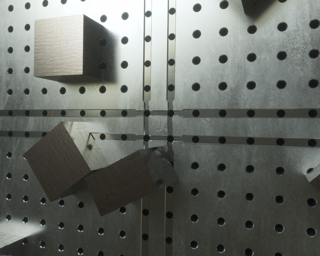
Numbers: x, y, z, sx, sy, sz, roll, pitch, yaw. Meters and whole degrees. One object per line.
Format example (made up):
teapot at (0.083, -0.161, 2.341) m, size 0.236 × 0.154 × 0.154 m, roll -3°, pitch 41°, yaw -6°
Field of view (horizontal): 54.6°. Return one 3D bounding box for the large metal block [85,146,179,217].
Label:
large metal block at (-0.033, 0.065, 0.395) m, size 0.080 × 0.080 × 0.050 m, roll -28°, pitch 81°, yaw 18°

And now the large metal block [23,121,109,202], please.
large metal block at (-0.134, 0.046, 0.447) m, size 0.080 × 0.050 × 0.080 m, roll -37°, pitch 78°, yaw 16°

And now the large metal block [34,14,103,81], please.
large metal block at (-0.131, -0.112, 0.446) m, size 0.080 × 0.050 × 0.080 m, roll 1°, pitch 90°, yaw 20°

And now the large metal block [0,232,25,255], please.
large metal block at (-0.269, 0.215, 0.495) m, size 0.080 × 0.050 × 0.080 m, roll 4°, pitch 92°, yaw 20°

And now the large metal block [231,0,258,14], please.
large metal block at (0.101, -0.200, 0.364) m, size 0.080 × 0.050 × 0.080 m, roll -44°, pitch 77°, yaw 15°

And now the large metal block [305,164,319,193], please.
large metal block at (0.216, 0.058, 0.323) m, size 0.080 × 0.050 × 0.080 m, roll -45°, pitch 76°, yaw 14°
